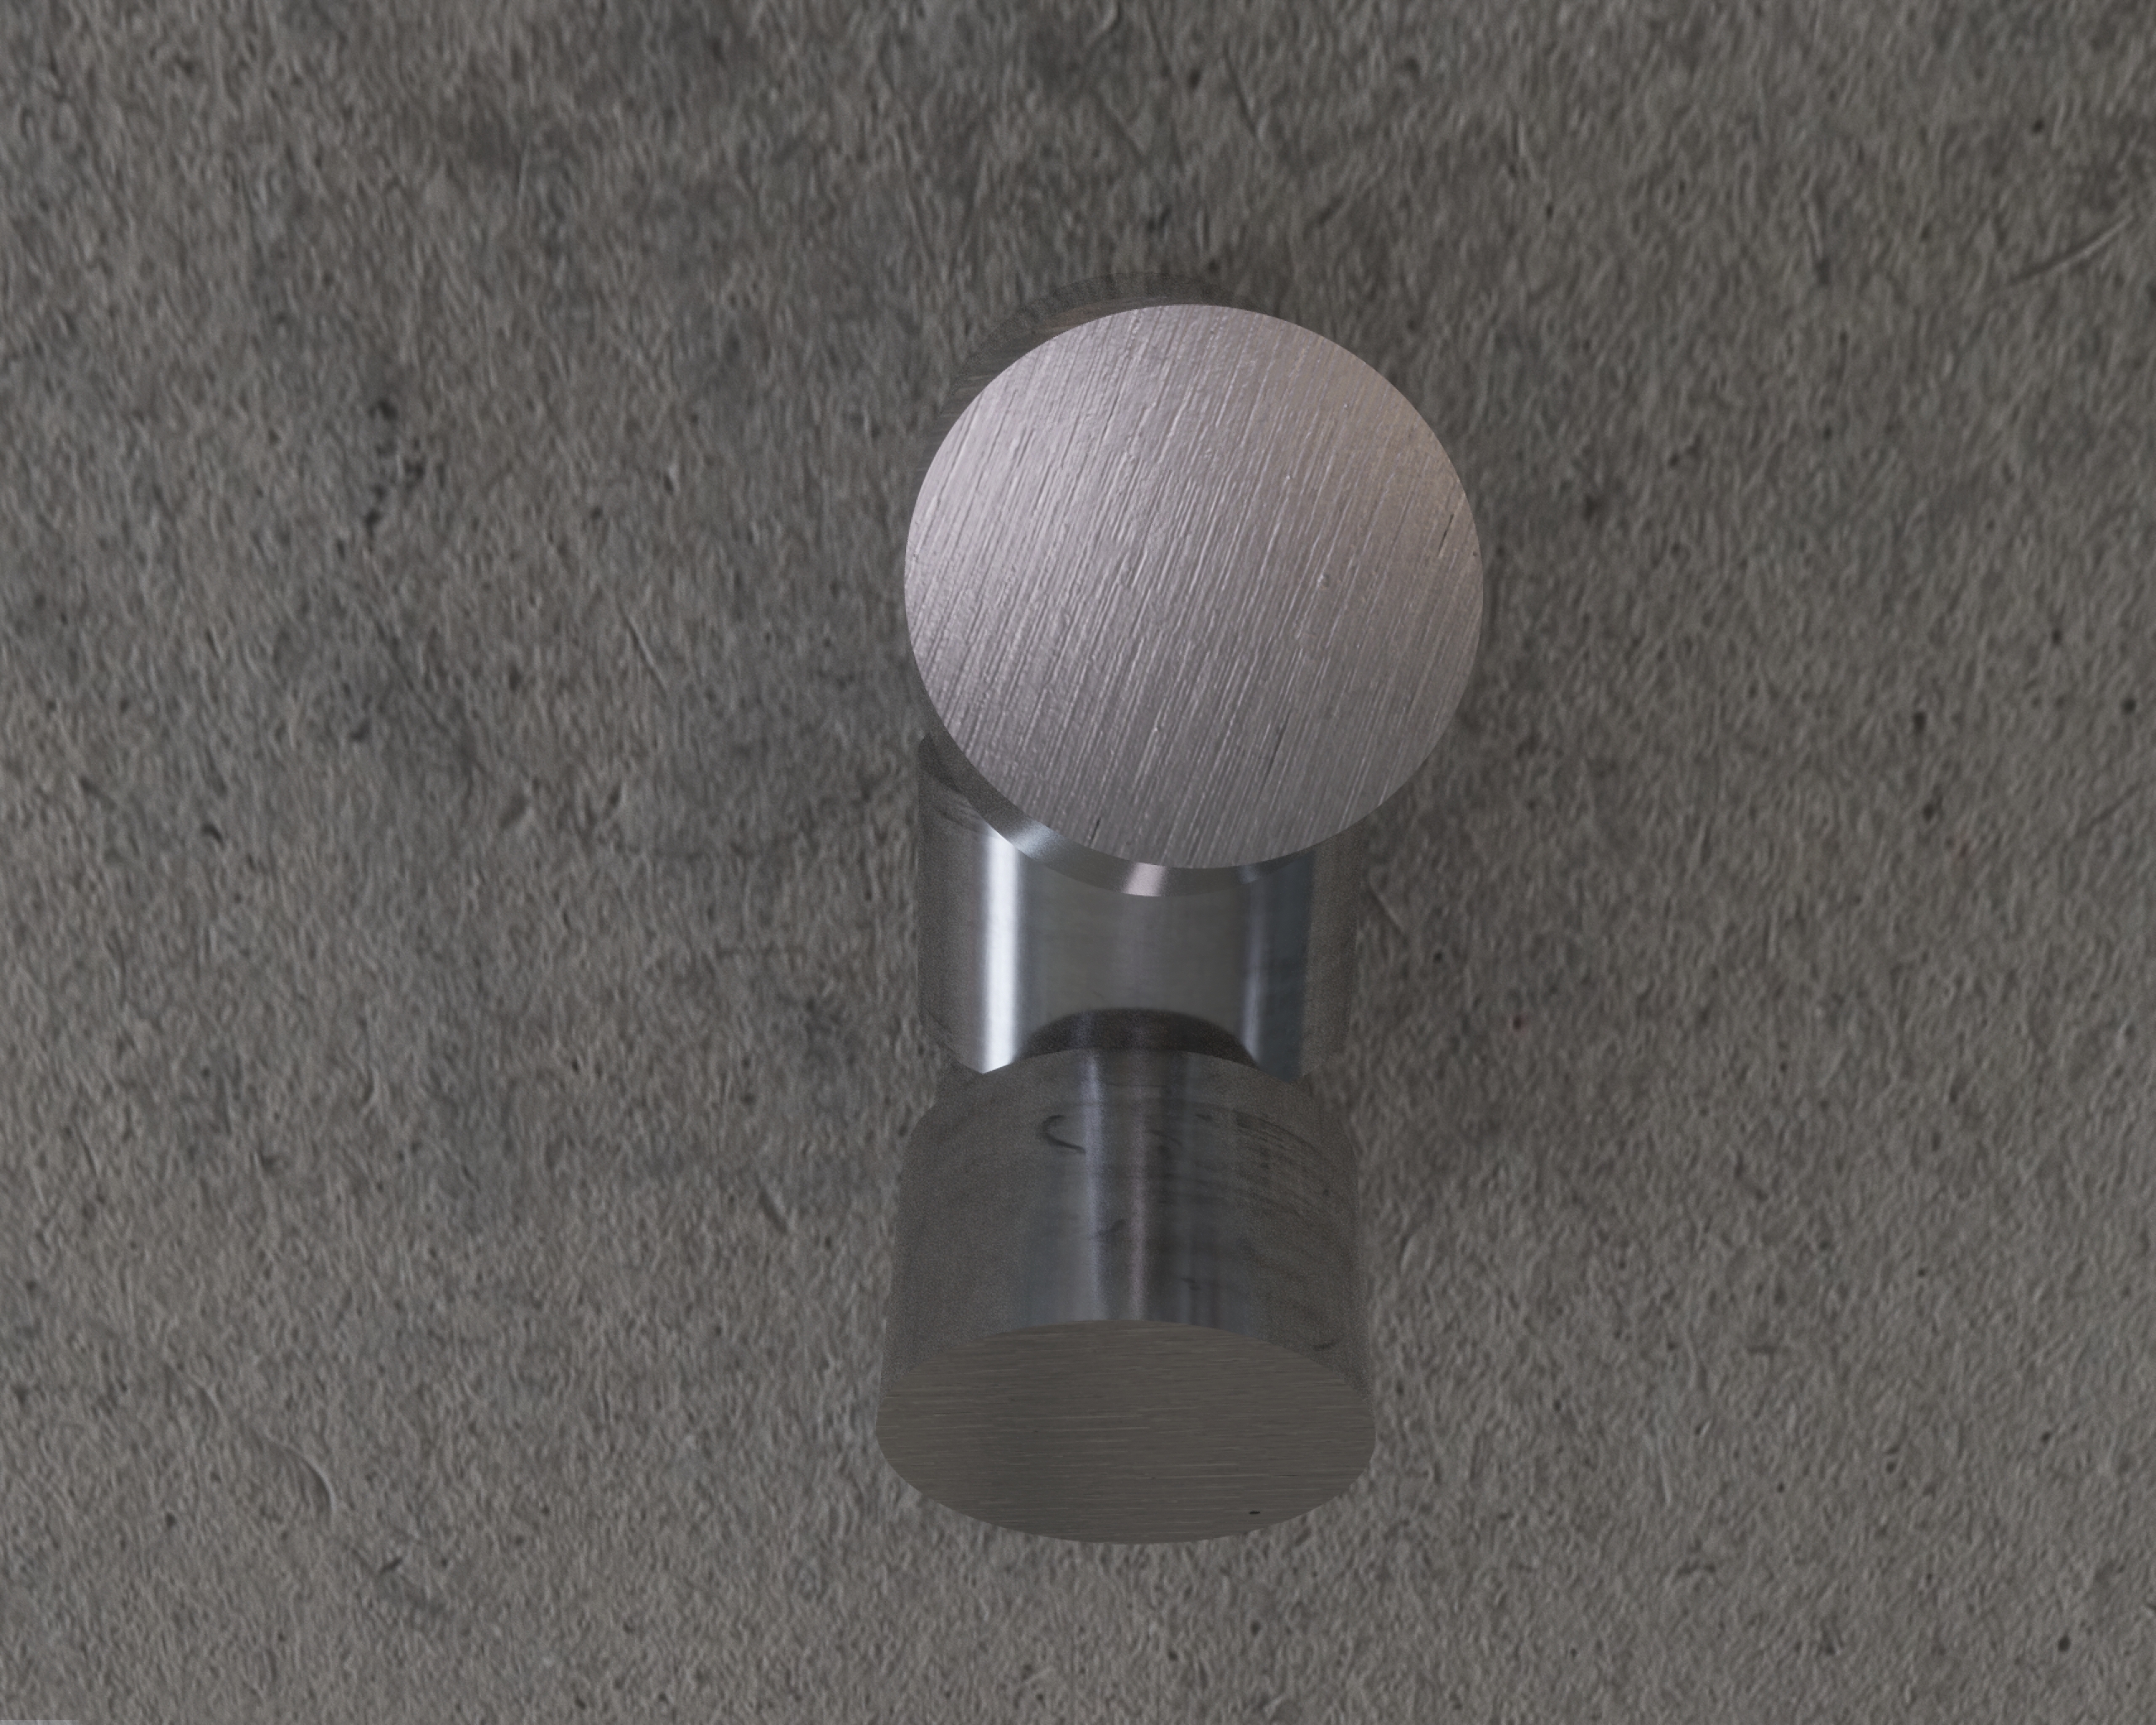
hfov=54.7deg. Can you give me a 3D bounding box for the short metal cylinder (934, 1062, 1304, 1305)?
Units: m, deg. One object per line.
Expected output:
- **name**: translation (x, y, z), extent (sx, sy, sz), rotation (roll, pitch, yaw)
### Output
- **short metal cylinder**: translation (0.010, 0.064, 0.420), extent (0.081, 0.050, 0.079), rotation (0, 110, 0)

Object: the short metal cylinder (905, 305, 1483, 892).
- **short metal cylinder**: translation (0.015, -0.036, 0.314), extent (0.081, 0.050, 0.080), rotation (0, 84, -3)

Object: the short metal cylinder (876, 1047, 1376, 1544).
- **short metal cylinder**: translation (0.008, 0.075, 0.354), extent (0.080, 0.050, 0.080), rotation (1, 139, 1)

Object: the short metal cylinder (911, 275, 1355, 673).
- **short metal cylinder**: translation (0.012, -0.063, 0.373), extent (0.081, 0.050, 0.079), rotation (0, 110, 0)

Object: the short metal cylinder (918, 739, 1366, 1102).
- **short metal cylinder**: translation (0.011, 0.004, 0.382), extent (0.081, 0.080, 0.050), rotation (1, 110, -1)
